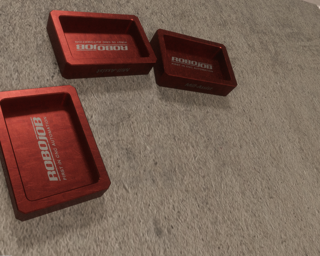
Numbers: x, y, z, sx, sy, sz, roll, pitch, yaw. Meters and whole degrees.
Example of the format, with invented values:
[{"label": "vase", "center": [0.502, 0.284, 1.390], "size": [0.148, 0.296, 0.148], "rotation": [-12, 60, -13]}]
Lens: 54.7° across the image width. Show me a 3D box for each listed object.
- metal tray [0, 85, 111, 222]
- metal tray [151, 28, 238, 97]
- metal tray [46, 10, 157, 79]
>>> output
[{"label": "metal tray", "center": [-0.117, 0.020, 0.325], "size": [0.091, 0.030, 0.130], "rotation": [-12, 68, -33]}, {"label": "metal tray", "center": [0.054, -0.103, 0.493], "size": [0.131, 0.030, 0.090], "rotation": [5, 59, -26]}, {"label": "metal tray", "center": [-0.079, -0.116, 0.429], "size": [0.131, 0.030, 0.090], "rotation": [-10, 67, -33]}]
